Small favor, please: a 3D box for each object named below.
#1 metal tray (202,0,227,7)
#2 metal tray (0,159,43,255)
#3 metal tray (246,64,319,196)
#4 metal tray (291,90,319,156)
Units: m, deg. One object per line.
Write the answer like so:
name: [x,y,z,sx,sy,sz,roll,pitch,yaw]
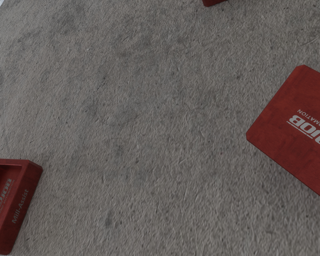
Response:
metal tray: [0.126,-0.252,0.489,0.130,0.030,0.090,-13,56,21]
metal tray: [-0.237,0.111,0.456,0.090,0.030,0.130,-1,61,27]
metal tray: [0.157,0.012,0.282,0.130,0.030,0.090,43,106,33]
metal tray: [0.209,-0.017,0.302,0.130,0.030,0.090,-29,52,9]
